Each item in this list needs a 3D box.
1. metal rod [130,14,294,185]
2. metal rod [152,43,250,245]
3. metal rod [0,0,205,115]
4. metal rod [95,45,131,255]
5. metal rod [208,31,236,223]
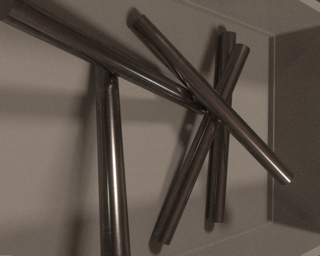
[{"bbox_3d":[0.076,-0.030,0.415,0.300,0.025,0.025,44,62,-11],"label":"metal rod"},{"bbox_3d":[0.062,0.015,0.436,0.025,0.025,0.299,31,78,-36],"label":"metal rod"},{"bbox_3d":[-0.025,-0.061,0.346,0.301,0.025,0.025,19,78,-51],"label":"metal rod"},{"bbox_3d":[-0.046,0.044,0.293,0.025,0.025,0.299,16,56,-39],"label":"metal rod"},{"bbox_3d":[0.099,-0.004,0.492,0.025,0.025,0.298,8,85,-40],"label":"metal rod"}]
